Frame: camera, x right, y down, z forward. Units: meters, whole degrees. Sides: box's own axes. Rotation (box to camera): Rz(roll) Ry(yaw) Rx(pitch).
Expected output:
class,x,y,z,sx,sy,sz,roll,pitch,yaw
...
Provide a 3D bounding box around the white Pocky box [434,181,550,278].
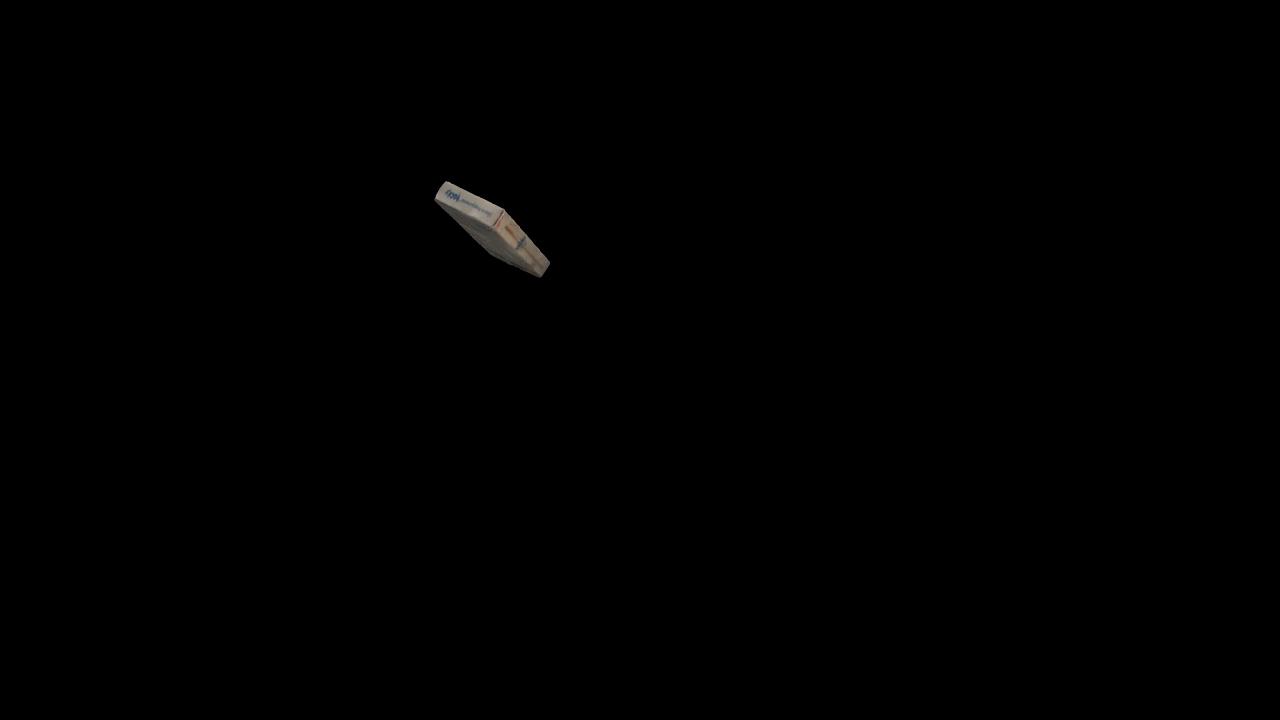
class,x,y,z,sx,sy,sz,roll,pitch,yaw
white Pocky box,-0.169,-0.148,0.724,0.084,0.028,0.154,27,-7,16
